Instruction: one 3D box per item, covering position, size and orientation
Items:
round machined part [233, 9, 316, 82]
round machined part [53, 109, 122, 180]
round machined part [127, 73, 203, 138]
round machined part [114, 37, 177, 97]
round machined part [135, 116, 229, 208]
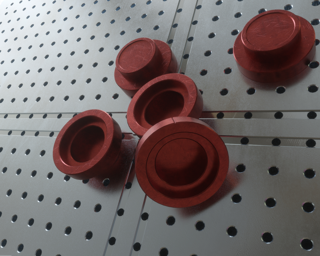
[{"bbox_3d":[0.141,-0.109,0.390,0.098,0.042,0.098,-13,56,20],"label":"round machined part"},{"bbox_3d":[-0.095,0.026,0.429,0.098,0.042,0.098,-13,56,20],"label":"round machined part"},{"bbox_3d":[0.010,-0.020,0.399,0.098,0.042,0.098,-16,50,21],"label":"round machined part"},{"bbox_3d":[-0.028,-0.098,0.470,0.098,0.042,0.098,-13,56,20],"label":"round machined part"},{"bbox_3d":[0.022,0.034,0.340,0.098,0.098,0.042,-35,18,5],"label":"round machined part"}]
